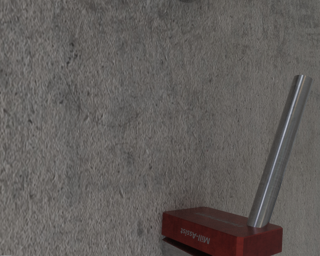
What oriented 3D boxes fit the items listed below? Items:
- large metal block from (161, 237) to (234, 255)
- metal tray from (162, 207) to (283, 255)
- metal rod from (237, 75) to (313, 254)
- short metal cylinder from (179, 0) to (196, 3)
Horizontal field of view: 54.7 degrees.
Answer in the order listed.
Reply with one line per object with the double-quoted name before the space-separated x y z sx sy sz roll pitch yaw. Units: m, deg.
"large metal block" 0.062 0.166 0.409 0.081 0.080 0.050 -16 102 -37
"metal tray" 0.076 0.133 0.400 0.091 0.130 0.030 6 87 -40
"metal rod" 0.140 0.071 0.392 0.025 0.025 0.299 29 77 -36
"short metal cylinder" 0.049 -0.222 0.428 0.081 0.050 0.080 0 90 -40
